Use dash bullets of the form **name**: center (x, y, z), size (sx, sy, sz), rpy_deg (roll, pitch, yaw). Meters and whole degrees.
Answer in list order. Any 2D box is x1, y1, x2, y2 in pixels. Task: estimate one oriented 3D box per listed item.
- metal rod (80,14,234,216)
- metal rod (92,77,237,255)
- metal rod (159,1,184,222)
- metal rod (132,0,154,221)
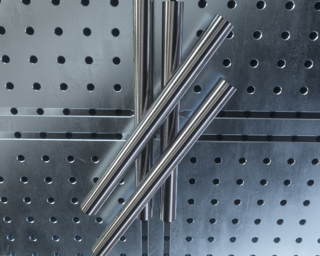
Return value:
- **metal rod**: center (-0.013, -0.004, 0.386), size (0.025, 0.025, 0.299), rpy_deg (33, 107, -11)
- **metal rod**: center (-0.003, 0.062, 0.409), size (0.025, 0.025, 0.299), rpy_deg (33, 106, -11)
- **metal rod**: center (0.013, -0.007, 0.411), size (0.025, 0.025, 0.298), rpy_deg (1, 110, 0)
- **metal rod**: center (-0.022, -0.010, 0.410), size (0.025, 0.025, 0.298), rpy_deg (1, 110, 0)
